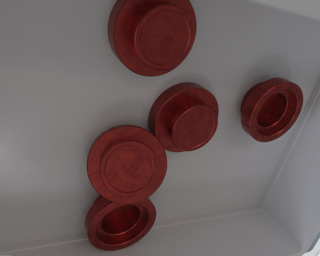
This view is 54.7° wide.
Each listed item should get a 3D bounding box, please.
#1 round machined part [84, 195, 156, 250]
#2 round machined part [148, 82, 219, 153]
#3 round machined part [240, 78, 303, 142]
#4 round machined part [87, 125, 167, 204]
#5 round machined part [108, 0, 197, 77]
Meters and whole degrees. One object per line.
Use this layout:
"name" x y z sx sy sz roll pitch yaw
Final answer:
"round machined part" -0.058 0.123 0.442 0.099 0.042 0.097 -14 125 -21
"round machined part" 0.037 -0.008 0.413 0.099 0.042 0.097 -14 124 -21
"round machined part" 0.162 -0.031 0.467 0.099 0.042 0.097 -14 124 -21
"round machined part" -0.039 0.046 0.378 0.099 0.042 0.097 -1 95 -11
"round machined part" -0.003 -0.101 0.333 0.099 0.042 0.097 -14 124 -21
